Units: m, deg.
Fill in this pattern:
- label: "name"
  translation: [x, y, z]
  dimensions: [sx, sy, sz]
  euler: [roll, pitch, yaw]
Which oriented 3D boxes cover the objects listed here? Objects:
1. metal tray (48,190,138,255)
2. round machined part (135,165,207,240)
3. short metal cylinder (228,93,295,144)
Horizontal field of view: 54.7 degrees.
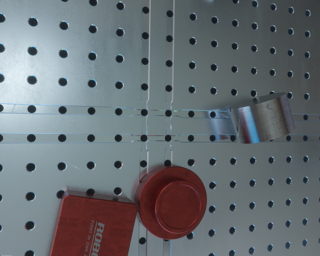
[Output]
- label: "metal tray"
  translation: [-0.086, 0.148, 0.378]
  dimensions: [0.091, 0.030, 0.129]
  euler: [13, 86, -20]
- label: "round machined part"
  translation: [0.019, 0.100, 0.411]
  dimensions: [0.099, 0.042, 0.097]
  euler: [0, 90, -20]
- label: "short metal cylinder"
  translation: [0.142, -0.015, 0.435]
  dimensions: [0.081, 0.080, 0.050]
  euler: [-19, 97, -19]
